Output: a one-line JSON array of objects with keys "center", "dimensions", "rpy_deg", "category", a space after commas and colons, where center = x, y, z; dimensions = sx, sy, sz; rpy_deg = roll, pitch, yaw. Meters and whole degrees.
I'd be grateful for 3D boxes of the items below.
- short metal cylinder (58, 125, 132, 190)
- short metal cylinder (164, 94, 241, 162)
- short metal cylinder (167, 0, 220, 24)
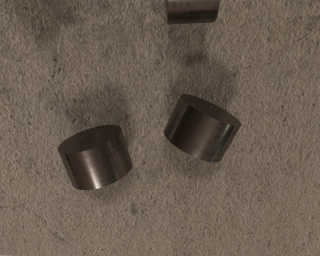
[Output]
[{"center": [-0.081, 0.035, 0.392], "dimensions": [0.080, 0.080, 0.050], "rpy_deg": [-14, 110, 4], "category": "short metal cylinder"}, {"center": [0.051, -0.001, 0.381], "dimensions": [0.080, 0.080, 0.050], "rpy_deg": [23, 109, -9], "category": "short metal cylinder"}, {"center": [0.032, -0.152, 0.325], "dimensions": [0.050, 0.080, 0.079], "rpy_deg": [-3, 110, 0], "category": "short metal cylinder"}]
